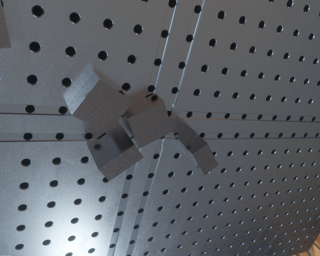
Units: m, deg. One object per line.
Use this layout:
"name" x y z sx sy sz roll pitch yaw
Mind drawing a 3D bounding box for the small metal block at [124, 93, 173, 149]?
"small metal block" -0.016 -0.009 0.398 0.050 0.025 0.050 -27 128 -12

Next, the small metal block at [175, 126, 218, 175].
"small metal block" 0.053 0.032 0.446 0.025 0.050 0.050 -36 129 -5

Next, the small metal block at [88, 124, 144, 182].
"small metal block" -0.056 0.030 0.384 0.050 0.050 0.025 -35 129 -6

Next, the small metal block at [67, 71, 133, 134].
"small metal block" -0.068 -0.028 0.357 0.050 0.025 0.050 34 99 -39

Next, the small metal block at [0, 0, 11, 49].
"small metal block" -0.161 -0.094 0.265 0.050 0.025 0.050 -13 124 -22
